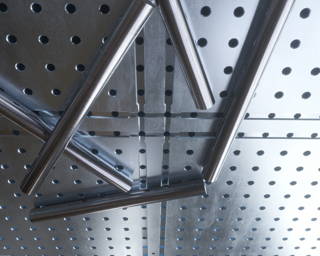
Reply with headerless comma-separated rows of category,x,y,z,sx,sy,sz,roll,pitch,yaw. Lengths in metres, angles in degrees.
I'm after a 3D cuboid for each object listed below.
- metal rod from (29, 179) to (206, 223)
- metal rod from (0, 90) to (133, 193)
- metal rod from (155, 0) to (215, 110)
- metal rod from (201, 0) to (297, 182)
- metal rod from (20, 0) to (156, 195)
metal rod,-0.074,0.123,0.515,0.301,0.025,0.025,-12,129,9
metal rod,-0.151,0.007,0.414,0.025,0.025,0.301,-34,123,25
metal rod,0.003,-0.137,0.295,0.025,0.025,0.299,-17,129,13
metal rod,0.101,-0.038,0.380,0.025,0.025,0.298,7,130,-7
metal rod,-0.099,-0.021,0.369,0.025,0.025,0.298,28,118,-22
